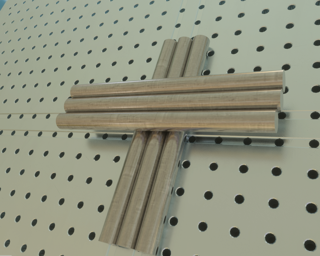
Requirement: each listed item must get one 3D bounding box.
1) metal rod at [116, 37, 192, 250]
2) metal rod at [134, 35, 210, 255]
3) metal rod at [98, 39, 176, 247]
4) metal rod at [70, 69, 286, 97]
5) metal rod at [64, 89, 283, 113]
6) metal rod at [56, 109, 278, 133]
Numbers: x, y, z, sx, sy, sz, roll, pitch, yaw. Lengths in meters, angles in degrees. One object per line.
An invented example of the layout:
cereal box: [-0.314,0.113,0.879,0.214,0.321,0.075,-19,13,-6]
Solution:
metal rod: [0.001,0.002,0.407,0.025,0.025,0.300,2,62,29]
metal rod: [0.023,0.003,0.395,0.025,0.025,0.300,2,62,29]
metal rod: [-0.021,0.002,0.419,0.025,0.025,0.300,2,62,29]
metal rod: [0.003,-0.053,0.408,0.300,0.025,0.025,1,62,28]
metal rod: [-0.004,-0.031,0.398,0.300,0.025,0.025,1,62,28]
metal rod: [-0.013,-0.009,0.389,0.300,0.025,0.025,1,62,28]
